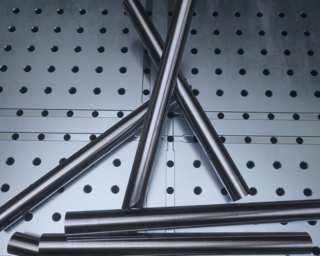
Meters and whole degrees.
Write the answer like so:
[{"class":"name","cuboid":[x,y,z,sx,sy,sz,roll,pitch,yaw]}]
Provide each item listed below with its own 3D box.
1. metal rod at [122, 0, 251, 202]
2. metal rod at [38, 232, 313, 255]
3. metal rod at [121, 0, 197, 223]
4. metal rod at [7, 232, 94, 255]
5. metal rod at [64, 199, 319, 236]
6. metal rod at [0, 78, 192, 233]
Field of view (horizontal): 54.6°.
[{"class":"metal rod","cuboid":[0.029,-0.046,0.403,0.025,0.025,0.299,-27,79,-9]},{"class":"metal rod","cuboid":[0.022,0.131,0.350,0.302,0.025,0.025,1,70,-5]},{"class":"metal rod","cuboid":[-0.002,-0.023,0.379,0.025,0.025,0.299,14,86,5]},{"class":"metal rod","cuboid":[-0.024,0.163,0.351,0.301,0.025,0.025,11,71,4]},{"class":"metal rod","cuboid":[0.048,0.101,0.355,0.302,0.025,0.025,-1,70,-8]},{"class":"metal rod","cuboid":[-0.080,0.027,0.401,0.301,0.025,0.025,-37,74,-13]}]
